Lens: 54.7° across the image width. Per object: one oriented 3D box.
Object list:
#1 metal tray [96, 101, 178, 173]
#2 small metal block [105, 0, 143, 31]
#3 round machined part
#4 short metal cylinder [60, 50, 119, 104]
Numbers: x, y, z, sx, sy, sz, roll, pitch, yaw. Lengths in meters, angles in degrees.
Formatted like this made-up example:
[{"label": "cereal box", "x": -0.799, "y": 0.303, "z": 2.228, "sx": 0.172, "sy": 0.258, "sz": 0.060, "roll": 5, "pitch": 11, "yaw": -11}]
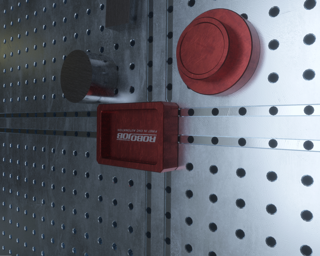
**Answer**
[{"label": "metal tray", "x": -0.036, "y": 0.010, "z": 0.435, "sx": 0.130, "sy": 0.030, "sz": 0.089, "roll": 1, "pitch": 91, "yaw": 40}, {"label": "small metal block", "x": -0.053, "y": -0.172, "z": 0.453, "sx": 0.050, "sy": 0.025, "sz": 0.050, "roll": 5, "pitch": 94, "yaw": 40}, {"label": "round machined part", "x": 0.058, "y": -0.086, "z": 0.351, "sx": 0.098, "sy": 0.042, "sz": 0.097, "roll": 0, "pitch": 90, "yaw": 40}, {"label": "short metal cylinder", "x": -0.111, "y": -0.078, "z": 0.485, "sx": 0.080, "sy": 0.050, "sz": 0.080, "roll": 0, "pitch": 90, "yaw": 40}]
